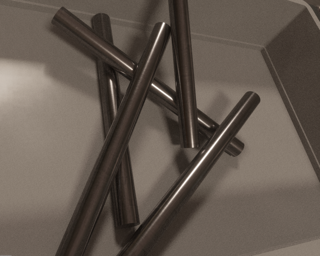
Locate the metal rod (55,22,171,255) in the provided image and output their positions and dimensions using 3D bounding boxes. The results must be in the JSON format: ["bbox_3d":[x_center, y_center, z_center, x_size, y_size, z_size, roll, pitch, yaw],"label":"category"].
[{"bbox_3d":[-0.041,-0.003,0.348,0.025,0.025,0.300,26,64,-13],"label":"metal rod"}]

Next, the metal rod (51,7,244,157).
[{"bbox_3d":[-0.005,-0.053,0.413,0.301,0.025,0.025,35,51,-14],"label":"metal rod"}]

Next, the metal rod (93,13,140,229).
[{"bbox_3d":[-0.060,-0.029,0.391,0.025,0.025,0.299,3,60,-27],"label":"metal rod"}]

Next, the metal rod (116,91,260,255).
[{"bbox_3d":[0.048,0.049,0.378,0.025,0.025,0.301,43,58,1],"label":"metal rod"}]

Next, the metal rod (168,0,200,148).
[{"bbox_3d":[0.027,-0.124,0.399,0.025,0.025,0.298,-4,89,-31],"label":"metal rod"}]
